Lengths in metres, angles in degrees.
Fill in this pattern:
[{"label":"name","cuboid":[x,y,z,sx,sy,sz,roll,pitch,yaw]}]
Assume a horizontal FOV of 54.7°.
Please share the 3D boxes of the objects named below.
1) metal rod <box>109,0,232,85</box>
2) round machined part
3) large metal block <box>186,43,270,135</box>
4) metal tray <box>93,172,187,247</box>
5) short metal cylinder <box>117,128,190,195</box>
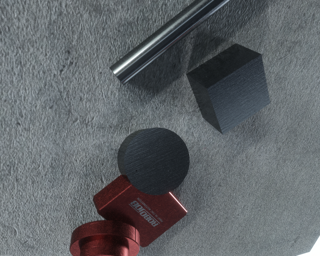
[{"label":"metal rod","cuboid":[0.069,-0.151,0.352,0.301,0.025,0.025,-39,130,-2]},{"label":"round machined part","cuboid":[-0.078,0.175,0.440,0.099,0.042,0.097,-3,134,-3]},{"label":"large metal block","cuboid":[0.092,-0.052,0.411,0.080,0.050,0.080,-33,129,-7]},{"label":"metal tray","cuboid":[-0.025,0.117,0.464,0.090,0.030,0.130,-38,130,-3]},{"label":"short metal cylinder","cuboid":[-0.010,0.040,0.389,0.081,0.050,0.080,1,88,-17]}]
